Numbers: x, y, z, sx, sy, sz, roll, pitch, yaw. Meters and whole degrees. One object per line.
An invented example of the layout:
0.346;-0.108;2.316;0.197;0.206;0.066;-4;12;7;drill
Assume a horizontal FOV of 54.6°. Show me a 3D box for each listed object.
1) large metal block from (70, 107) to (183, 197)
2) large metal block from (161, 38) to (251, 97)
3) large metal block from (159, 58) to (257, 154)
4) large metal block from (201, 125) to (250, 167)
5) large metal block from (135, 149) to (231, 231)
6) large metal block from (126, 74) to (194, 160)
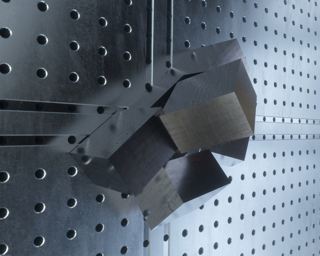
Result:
-0.037;0.022;0.340;0.080;0.080;0.050;-46;118;-30;large metal block
0.062;-0.073;0.424;0.080;0.080;0.050;-47;119;-30;large metal block
0.056;-0.025;0.337;0.050;0.080;0.080;60;31;-23;large metal block
0.093;0.007;0.441;0.050;0.080;0.080;15;77;3;large metal block
0.026;0.076;0.385;0.081;0.080;0.050;-11;61;-39;large metal block
0.010;-0.011;0.402;0.080;0.050;0.080;-47;118;-30;large metal block
